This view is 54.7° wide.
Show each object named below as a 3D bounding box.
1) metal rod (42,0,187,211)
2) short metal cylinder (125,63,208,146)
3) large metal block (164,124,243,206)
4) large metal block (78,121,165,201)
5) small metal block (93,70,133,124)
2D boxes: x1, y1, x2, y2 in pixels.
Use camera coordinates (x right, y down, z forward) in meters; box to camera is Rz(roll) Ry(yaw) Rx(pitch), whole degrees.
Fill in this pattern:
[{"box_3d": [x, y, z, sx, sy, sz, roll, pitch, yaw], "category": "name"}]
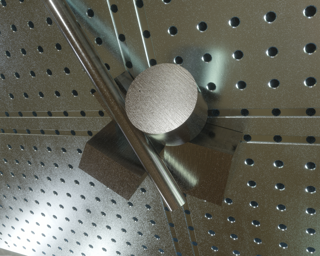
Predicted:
[{"box_3d": [-0.055, -0.033, 0.379, 0.025, 0.025, 0.299, -31, 90, 37], "category": "metal rod"}, {"box_3d": [0.009, -0.025, 0.346, 0.080, 0.080, 0.050, 8, 166, 23], "category": "short metal cylinder"}, {"box_3d": [0.051, 0.041, 0.391, 0.080, 0.050, 0.079, 16, 125, 18], "category": "large metal block"}, {"box_3d": [-0.049, 0.037, 0.422, 0.080, 0.080, 0.050, 32, 128, 7], "category": "large metal block"}, {"box_3d": [-0.052, -0.040, 0.413, 0.050, 0.025, 0.050, -27, 104, 37], "category": "small metal block"}]
